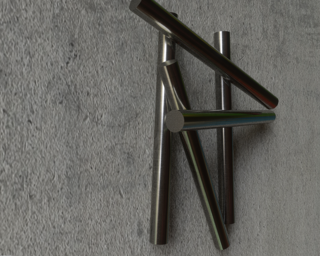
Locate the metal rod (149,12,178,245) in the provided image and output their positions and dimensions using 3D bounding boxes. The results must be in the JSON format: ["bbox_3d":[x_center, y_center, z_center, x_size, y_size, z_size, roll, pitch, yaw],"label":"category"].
[{"bbox_3d":[0.005,-0.001,0.408,0.025,0.025,0.298,4,87,-40],"label":"metal rod"}]

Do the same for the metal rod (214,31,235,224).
[{"bbox_3d":[0.102,0.001,0.489,0.025,0.025,0.298,-4,92,-40],"label":"metal rod"}]

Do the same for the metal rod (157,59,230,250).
[{"bbox_3d":[0.053,0.052,0.428,0.025,0.025,0.298,-36,118,-34],"label":"metal rod"}]

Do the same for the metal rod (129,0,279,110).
[{"bbox_3d":[0.082,-0.093,0.439,0.302,0.025,0.025,25,75,-37],"label":"metal rod"}]

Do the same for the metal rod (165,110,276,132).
[{"bbox_3d":[0.109,-0.014,0.456,0.302,0.025,0.025,-4,93,-52],"label":"metal rod"}]
